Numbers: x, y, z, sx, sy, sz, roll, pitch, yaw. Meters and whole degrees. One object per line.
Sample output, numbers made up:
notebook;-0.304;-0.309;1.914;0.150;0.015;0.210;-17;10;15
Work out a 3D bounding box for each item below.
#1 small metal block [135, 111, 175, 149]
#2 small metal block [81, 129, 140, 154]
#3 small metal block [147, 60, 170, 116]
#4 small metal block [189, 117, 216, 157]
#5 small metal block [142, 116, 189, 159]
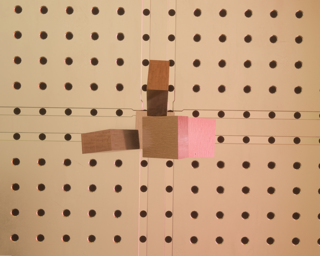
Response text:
small metal block;-0.007;0.003;0.414;0.050;0.025;0.050;2;90;0
small metal block;-0.062;0.017;0.390;0.050;0.050;0.025;-9;84;35
small metal block;-0.002;-0.049;0.391;0.025;0.050;0.050;3;54;1
small metal block;0.044;0.012;0.403;0.050;0.025;0.050;3;90;-31
small metal block;0.006;0.011;0.377;0.050;0.025;0.050;0;90;33
